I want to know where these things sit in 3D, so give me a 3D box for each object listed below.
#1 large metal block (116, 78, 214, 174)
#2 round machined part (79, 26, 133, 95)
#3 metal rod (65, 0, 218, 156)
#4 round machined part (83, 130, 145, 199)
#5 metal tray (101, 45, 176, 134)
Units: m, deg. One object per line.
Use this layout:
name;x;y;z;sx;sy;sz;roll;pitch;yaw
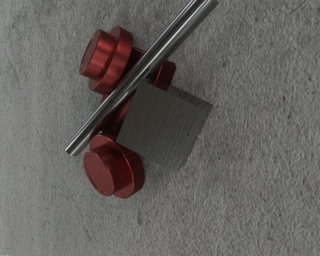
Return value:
large metal block;0.006;-0.006;0.366;0.080;0.050;0.079;27;108;11
round machined part;-0.080;-0.099;0.435;0.098;0.042;0.098;-41;37;42
metal rod;-0.042;-0.053;0.402;0.299;0.025;0.025;-42;65;31
round machined part;-0.070;0.055;0.431;0.098;0.042;0.097;24;127;37
metal tray;-0.038;-0.043;0.435;0.090;0.030;0.129;31;109;35
